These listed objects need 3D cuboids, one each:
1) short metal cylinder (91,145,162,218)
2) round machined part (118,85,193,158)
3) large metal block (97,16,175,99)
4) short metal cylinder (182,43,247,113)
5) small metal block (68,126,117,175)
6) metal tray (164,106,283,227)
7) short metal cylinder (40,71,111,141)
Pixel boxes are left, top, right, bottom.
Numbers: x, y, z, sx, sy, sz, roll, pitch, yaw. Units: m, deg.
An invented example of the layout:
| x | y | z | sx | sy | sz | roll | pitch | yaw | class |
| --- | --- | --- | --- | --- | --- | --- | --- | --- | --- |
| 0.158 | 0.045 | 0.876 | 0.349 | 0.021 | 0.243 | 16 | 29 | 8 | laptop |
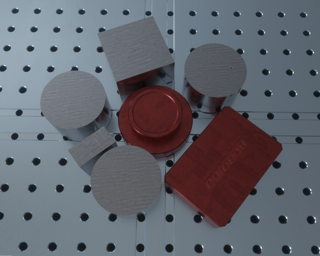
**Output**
| x | y | z | sx | sy | sz | roll | pitch | yaw | class |
| --- | --- | --- | --- | --- | --- | --- | --- | --- | --- |
| -0.038 | 0.066 | 0.373 | 0.081 | 0.050 | 0.080 | 0 | 70 | 0 | short metal cylinder |
| -0.006 | -0.013 | 0.407 | 0.099 | 0.042 | 0.098 | 0 | 70 | 0 | round machined part |
| -0.033 | -0.098 | 0.434 | 0.080 | 0.050 | 0.080 | -20 | 71 | -7 | large metal block |
| 0.072 | -0.067 | 0.423 | 0.081 | 0.050 | 0.080 | 0 | 70 | 0 | short metal cylinder |
| -0.080 | 0.029 | 0.386 | 0.050 | 0.050 | 0.025 | -36 | 74 | -12 | small metal block |
| 0.079 | 0.047 | 0.391 | 0.090 | 0.030 | 0.130 | 39 | 74 | 13 | metal tray |
| -0.108 | -0.028 | 0.407 | 0.081 | 0.050 | 0.080 | 0 | 70 | 0 | short metal cylinder |
